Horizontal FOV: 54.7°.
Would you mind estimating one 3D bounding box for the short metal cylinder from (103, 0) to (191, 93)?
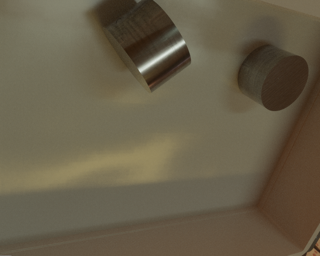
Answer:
[{"bbox_3d":[-0.013,-0.082,0.315,0.050,0.080,0.080,-37,129,-4],"label":"short metal cylinder"}]

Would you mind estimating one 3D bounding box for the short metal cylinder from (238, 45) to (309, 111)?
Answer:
[{"bbox_3d":[0.158,-0.070,0.435,0.081,0.050,0.079,-14,124,-21],"label":"short metal cylinder"}]
